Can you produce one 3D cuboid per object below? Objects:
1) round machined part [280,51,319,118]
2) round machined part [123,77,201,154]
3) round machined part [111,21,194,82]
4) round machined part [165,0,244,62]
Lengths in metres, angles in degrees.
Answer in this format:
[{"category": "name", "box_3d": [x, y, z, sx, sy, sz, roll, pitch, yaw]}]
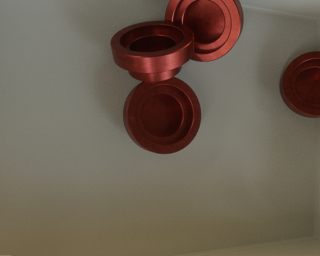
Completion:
[{"category": "round machined part", "box_3d": [0.234, -0.063, 0.473, 0.098, 0.042, 0.097, -1, 83, 7]}, {"category": "round machined part", "box_3d": [0.000, -0.017, 0.401, 0.099, 0.042, 0.097, 0, 90, -20]}, {"category": "round machined part", "box_3d": [-0.008, -0.092, 0.379, 0.099, 0.098, 0.042, -23, 133, -19]}, {"category": "round machined part", "box_3d": [0.059, -0.140, 0.404, 0.098, 0.098, 0.042, 54, 37, -12]}]
